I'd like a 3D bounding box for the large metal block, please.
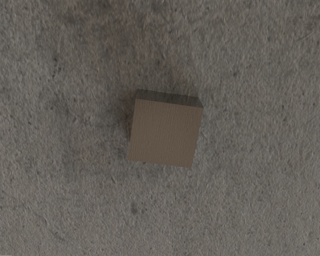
[{"bbox_3d":[0.005,0.000,0.396,0.081,0.050,0.079,8,110,-4],"label":"large metal block"}]
